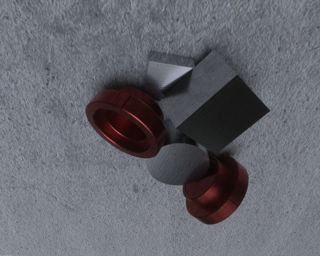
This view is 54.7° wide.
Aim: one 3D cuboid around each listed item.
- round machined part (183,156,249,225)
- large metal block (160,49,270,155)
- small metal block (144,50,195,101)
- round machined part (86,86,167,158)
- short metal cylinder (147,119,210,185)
[{"bbox_3d":[0.070,0.079,0.428,0.042,0.098,0.098,38,120,-20],"label":"round machined part"},{"bbox_3d":[0.062,-0.026,0.348,0.080,0.050,0.080,-42,135,17],"label":"large metal block"},{"bbox_3d":[0.009,-0.058,0.358,0.050,0.025,0.050,8,130,-7],"label":"small metal block"},{"bbox_3d":[-0.035,-0.011,0.368,0.098,0.042,0.098,23,149,15],"label":"round machined part"},{"bbox_3d":[0.024,0.033,0.419,0.081,0.050,0.079,-1,130,0],"label":"short metal cylinder"}]
